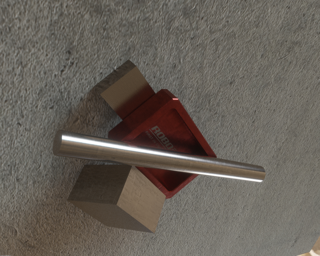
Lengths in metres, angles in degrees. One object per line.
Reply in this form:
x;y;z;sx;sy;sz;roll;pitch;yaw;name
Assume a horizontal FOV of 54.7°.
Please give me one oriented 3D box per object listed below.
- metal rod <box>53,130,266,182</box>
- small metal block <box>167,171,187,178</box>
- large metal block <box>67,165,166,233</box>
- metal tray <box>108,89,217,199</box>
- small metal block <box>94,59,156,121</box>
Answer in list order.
0.025;0.041;0.378;0.302;0.025;0.025;13;112;-34;metal rod
0.033;0.053;0.461;0.050;0.025;0.050;-44;130;2;small metal block
-0.052;0.088;0.389;0.080;0.080;0.050;51;47;-40;large metal block
0.008;0.025;0.393;0.090;0.030;0.130;-40;130;-2;metal tray
-0.039;-0.043;0.362;0.050;0.025;0.050;-39;130;-2;small metal block
